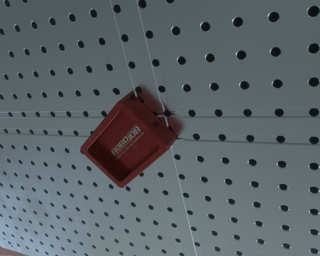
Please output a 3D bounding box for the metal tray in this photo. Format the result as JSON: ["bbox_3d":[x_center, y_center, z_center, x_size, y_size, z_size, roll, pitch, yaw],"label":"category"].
[{"bbox_3d":[-0.050,0.023,0.448,0.090,0.030,0.129,44,129,-3],"label":"metal tray"}]
